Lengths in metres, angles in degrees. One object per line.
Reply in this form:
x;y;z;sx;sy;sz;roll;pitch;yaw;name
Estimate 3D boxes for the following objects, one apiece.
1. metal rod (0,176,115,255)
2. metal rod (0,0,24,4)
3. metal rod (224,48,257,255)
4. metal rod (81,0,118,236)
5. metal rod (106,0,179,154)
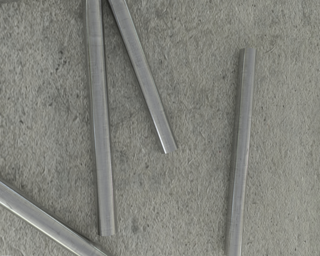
-0.164;0.081;0.348;0.300;0.025;0.025;42;77;-15;metal rod
-0.093;-0.171;0.352;0.302;0.025;0.025;-16;96;-11;metal rod
0.118;0.034;0.452;0.025;0.025;0.298;6;88;-20;metal rod
-0.074;-0.019;0.381;0.025;0.025;0.298;-4;92;-20;metal rod
-0.037;-0.110;0.395;0.025;0.025;0.298;-22;98;-19;metal rod
